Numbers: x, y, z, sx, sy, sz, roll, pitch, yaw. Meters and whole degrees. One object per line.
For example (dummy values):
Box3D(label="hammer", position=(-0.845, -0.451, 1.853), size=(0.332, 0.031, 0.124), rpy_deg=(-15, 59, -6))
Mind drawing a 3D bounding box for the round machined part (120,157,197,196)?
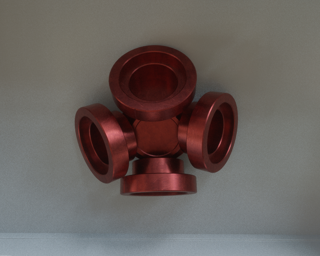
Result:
Box3D(label="round machined part", position=(-0.002, 0.065, 0.404), size=(0.099, 0.098, 0.042), rpy_deg=(-1, 74, 0))

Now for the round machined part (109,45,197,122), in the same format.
Box3D(label="round machined part", position=(-0.007, -0.047, 0.363), size=(0.099, 0.098, 0.042), rpy_deg=(-3, 148, 1))

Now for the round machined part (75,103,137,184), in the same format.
Box3D(label="round machined part", position=(-0.065, 0.016, 0.386), size=(0.042, 0.098, 0.097), rpy_deg=(-21, 114, -33))

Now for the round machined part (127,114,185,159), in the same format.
Box3D(label="round machined part", position=(-0.004, 0.002, 0.401), size=(0.099, 0.042, 0.097), rpy_deg=(0, 110, -1))

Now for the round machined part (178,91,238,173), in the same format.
Box3D(label="round machined part", position=(0.057, 0.003, 0.383), size=(0.042, 0.099, 0.097), rpy_deg=(12, 115, 34))
